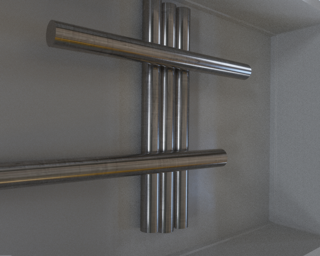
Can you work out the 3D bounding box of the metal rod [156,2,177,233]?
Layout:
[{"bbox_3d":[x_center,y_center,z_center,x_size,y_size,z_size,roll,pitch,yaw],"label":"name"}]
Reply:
[{"bbox_3d":[0.008,-0.014,0.412,0.025,0.025,0.298,1,89,-40],"label":"metal rod"}]

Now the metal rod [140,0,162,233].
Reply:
[{"bbox_3d":[-0.011,-0.019,0.396,0.025,0.025,0.298,1,90,-40],"label":"metal rod"}]

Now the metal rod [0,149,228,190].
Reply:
[{"bbox_3d":[-0.043,0.042,0.346,0.303,0.025,0.025,-1,91,-33],"label":"metal rod"}]

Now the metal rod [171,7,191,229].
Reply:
[{"bbox_3d":[0.028,-0.014,0.427,0.025,0.025,0.298,1,89,-40],"label":"metal rod"}]

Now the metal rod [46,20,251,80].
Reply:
[{"bbox_3d":[0.015,-0.087,0.384,0.302,0.025,0.025,0,90,-40],"label":"metal rod"}]
